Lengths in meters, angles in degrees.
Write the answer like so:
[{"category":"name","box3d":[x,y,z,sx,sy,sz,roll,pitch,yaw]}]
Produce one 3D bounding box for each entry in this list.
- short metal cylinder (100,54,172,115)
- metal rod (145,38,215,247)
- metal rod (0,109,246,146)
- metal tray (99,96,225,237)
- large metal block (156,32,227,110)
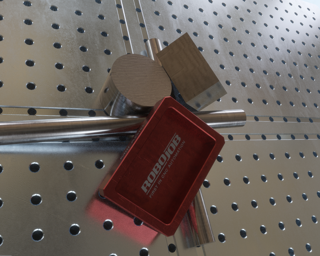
[{"category":"short metal cylinder","box3d":[-0.032,-0.049,0.404,0.081,0.050,0.080,14,56,-21]},{"category":"metal rod","box3d":[0.020,0.001,0.418,0.025,0.025,0.299,1,62,-28]},{"category":"metal rod","box3d":[-0.027,-0.004,0.375,0.303,0.025,0.025,-4,64,-22]},{"category":"metal tray","box3d":[0.005,0.041,0.349,0.090,0.030,0.130,37,71,-12]},{"category":"large metal block","box3d":[0.047,-0.075,0.438,0.080,0.050,0.080,60,14,14]}]
